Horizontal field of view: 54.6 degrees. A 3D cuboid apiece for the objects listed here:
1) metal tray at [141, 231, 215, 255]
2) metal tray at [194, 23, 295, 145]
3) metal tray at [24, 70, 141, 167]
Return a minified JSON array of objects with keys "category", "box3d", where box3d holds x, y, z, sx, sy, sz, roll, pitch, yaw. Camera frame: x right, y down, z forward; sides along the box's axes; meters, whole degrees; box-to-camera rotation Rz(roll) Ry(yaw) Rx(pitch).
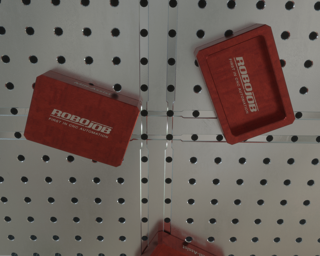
[{"category":"metal tray","box3d":[0.033,0.230,0.495,0.130,0.030,0.090,28,108,-10]},{"category":"metal tray","box3d":[0.107,-0.053,0.391,0.090,0.030,0.130,-21,109,7]},{"category":"metal tray","box3d":[-0.100,-0.011,0.406,0.131,0.030,0.089,18,109,-7]}]
